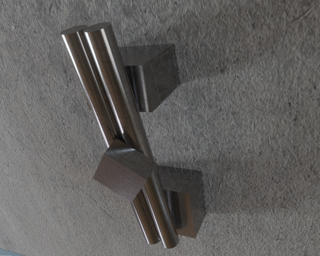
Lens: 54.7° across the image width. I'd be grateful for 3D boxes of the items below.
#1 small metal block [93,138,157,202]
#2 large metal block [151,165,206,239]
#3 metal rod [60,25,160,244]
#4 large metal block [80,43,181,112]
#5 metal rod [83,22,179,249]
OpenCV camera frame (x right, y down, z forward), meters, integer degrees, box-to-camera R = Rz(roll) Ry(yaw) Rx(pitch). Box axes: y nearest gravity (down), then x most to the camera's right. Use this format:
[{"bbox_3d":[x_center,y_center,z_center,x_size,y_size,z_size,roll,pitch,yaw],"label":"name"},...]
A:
[{"bbox_3d":[-0.038,0.046,0.331,0.050,0.025,0.050,32,134,0],"label":"small metal block"},{"bbox_3d":[0.017,0.103,0.446,0.080,0.050,0.079,5,121,25],"label":"large metal block"},{"bbox_3d":[-0.043,0.033,0.357,0.025,0.025,0.298,3,127,27],"label":"metal rod"},{"bbox_3d":[-0.032,-0.059,0.353,0.080,0.080,0.050,3,120,26],"label":"large metal block"},{"bbox_3d":[-0.020,0.034,0.346,0.025,0.025,0.298,3,127,27],"label":"metal rod"}]
